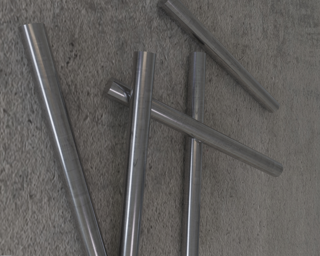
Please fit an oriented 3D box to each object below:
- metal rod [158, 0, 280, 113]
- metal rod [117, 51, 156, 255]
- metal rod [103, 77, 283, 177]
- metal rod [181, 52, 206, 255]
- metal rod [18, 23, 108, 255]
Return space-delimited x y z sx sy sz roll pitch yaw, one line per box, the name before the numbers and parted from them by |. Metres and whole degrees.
metal rod | 0.110 -0.105 0.495 0.301 0.025 0.025 32 70 -35
metal rod | -0.030 0.065 0.356 0.025 0.025 0.298 1 97 -40
metal rod | 0.062 0.009 0.423 0.302 0.025 0.025 25 74 -27
metal rod | 0.048 0.042 0.444 0.025 0.025 0.298 4 88 -40
metal rod | -0.093 0.045 0.326 0.025 0.025 0.298 -21 103 -38
